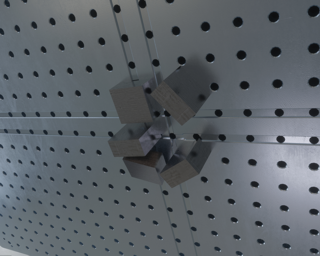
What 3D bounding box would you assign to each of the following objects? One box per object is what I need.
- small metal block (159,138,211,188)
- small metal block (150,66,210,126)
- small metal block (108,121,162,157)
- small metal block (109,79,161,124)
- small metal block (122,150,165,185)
[{"bbox_3d":[0.034,0.046,0.406,0.025,0.050,0.050,49,129,-6],"label":"small metal block"},{"bbox_3d":[0.025,-0.038,0.359,0.050,0.050,0.025,45,129,-3],"label":"small metal block"},{"bbox_3d":[-0.034,0.015,0.423,0.050,0.050,0.025,-5,116,30],"label":"small metal block"},{"bbox_3d":[-0.032,-0.034,0.408,0.050,0.025,0.050,-3,117,29],"label":"small metal block"},{"bbox_3d":[-0.020,0.054,0.444,0.050,0.025,0.050,12,146,21],"label":"small metal block"}]
